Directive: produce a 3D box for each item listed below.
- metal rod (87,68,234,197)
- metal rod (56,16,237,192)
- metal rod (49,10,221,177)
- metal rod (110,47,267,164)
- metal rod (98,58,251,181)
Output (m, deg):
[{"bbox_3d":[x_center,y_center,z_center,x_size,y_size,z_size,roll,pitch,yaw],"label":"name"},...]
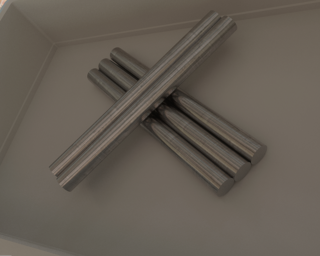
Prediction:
[{"bbox_3d":[-0.020,-0.012,0.422,0.025,0.025,0.300,-47,51,-4],"label":"metal rod"},{"bbox_3d":[-0.014,-0.033,0.400,0.300,0.025,0.025,-44,51,-3],"label":"metal rod"},{"bbox_3d":[-0.030,-0.046,0.416,0.300,0.025,0.025,-44,51,-3],"label":"metal rod"},{"bbox_3d":[0.017,-0.047,0.424,0.025,0.025,0.300,-46,51,-4],"label":"metal rod"},{"bbox_3d":[-0.002,-0.029,0.422,0.025,0.025,0.300,-47,51,-4],"label":"metal rod"}]
